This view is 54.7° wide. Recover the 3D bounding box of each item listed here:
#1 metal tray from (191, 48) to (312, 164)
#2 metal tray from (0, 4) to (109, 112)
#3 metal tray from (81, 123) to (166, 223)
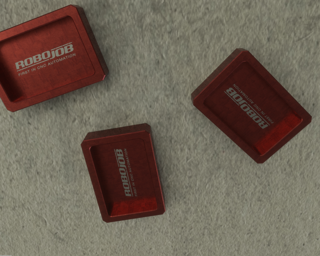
[{"bbox_3d":[0.116,-0.026,0.399,0.130,0.030,0.090,41,105,-14],"label":"metal tray"},{"bbox_3d":[-0.140,-0.082,0.374,0.131,0.030,0.090,-19,109,6],"label":"metal tray"},{"bbox_3d":[-0.047,0.064,0.430,0.091,0.030,0.129,-10,110,3],"label":"metal tray"}]
